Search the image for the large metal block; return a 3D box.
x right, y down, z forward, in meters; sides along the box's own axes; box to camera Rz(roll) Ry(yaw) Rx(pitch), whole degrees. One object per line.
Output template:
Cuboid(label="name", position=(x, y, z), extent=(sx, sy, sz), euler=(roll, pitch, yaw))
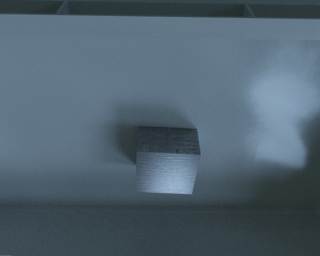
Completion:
Cuboid(label="large metal block", position=(0.008, 0.046, 0.431), extent=(0.080, 0.050, 0.080), euler=(3, 130, -3))
